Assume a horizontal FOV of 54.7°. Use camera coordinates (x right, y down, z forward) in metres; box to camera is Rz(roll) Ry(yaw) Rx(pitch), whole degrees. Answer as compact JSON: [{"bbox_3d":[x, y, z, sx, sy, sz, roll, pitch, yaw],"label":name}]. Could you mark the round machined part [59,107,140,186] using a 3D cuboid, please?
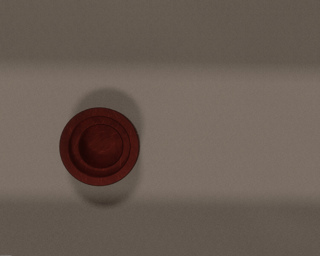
[{"bbox_3d":[-0.075,0.023,0.402,0.099,0.042,0.097,0,90,-1],"label":"round machined part"}]
